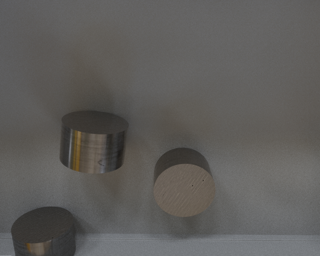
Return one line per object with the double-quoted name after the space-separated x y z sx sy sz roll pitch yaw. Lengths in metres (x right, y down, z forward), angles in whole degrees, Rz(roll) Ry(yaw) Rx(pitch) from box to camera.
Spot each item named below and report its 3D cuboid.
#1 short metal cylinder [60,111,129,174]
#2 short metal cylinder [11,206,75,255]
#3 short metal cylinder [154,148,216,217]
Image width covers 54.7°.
-0.082 0.015 0.387 0.081 0.080 0.050 8 110 -3 "short metal cylinder"
-0.163 0.155 0.438 0.081 0.080 0.050 1 110 -1 "short metal cylinder"
0.032 0.073 0.425 0.081 0.050 0.079 0 110 0 "short metal cylinder"
